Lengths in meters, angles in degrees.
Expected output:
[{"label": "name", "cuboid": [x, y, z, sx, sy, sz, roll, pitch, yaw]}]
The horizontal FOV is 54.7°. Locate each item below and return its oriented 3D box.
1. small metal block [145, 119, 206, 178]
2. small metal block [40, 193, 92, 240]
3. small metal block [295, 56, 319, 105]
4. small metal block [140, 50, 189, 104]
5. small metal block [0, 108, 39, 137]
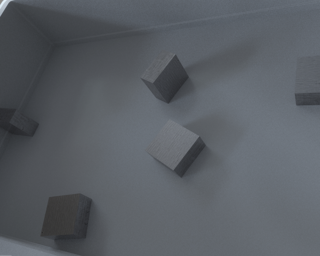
[{"label": "small metal block", "cuboid": [0.019, 0.024, 0.380, 0.050, 0.025, 0.050, 31, 79, 37]}, {"label": "small metal block", "cuboid": [-0.119, 0.114, 0.396, 0.050, 0.025, 0.050, -11, 57, 22]}, {"label": "small metal block", "cuboid": [0.179, -0.053, 0.344, 0.050, 0.025, 0.050, 1, 62, 28]}, {"label": "small metal block", "cuboid": [0.007, -0.070, 0.428, 0.025, 0.050, 0.050, 30, 78, 37]}, {"label": "small metal block", "cuboid": [-0.243, -0.009, 0.520, 0.050, 0.050, 0.025, 4, 64, 30]}]
